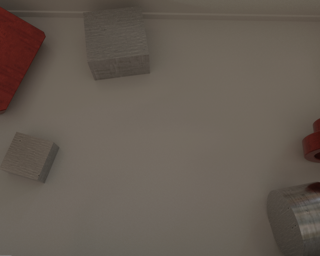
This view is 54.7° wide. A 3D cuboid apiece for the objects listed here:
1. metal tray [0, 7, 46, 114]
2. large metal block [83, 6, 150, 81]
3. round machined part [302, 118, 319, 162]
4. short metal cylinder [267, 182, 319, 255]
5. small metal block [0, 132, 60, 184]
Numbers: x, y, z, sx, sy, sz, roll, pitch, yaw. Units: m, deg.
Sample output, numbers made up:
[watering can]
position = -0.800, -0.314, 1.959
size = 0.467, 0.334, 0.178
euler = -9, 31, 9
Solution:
[metal tray]
position = -0.225, -0.095, 0.415
size = 0.090, 0.030, 0.130
euler = 28, 69, -26
[large metal block]
position = -0.060, -0.119, 0.439
size = 0.081, 0.050, 0.080
euler = -8, 70, -3
[round machined part]
position = 0.223, 0.011, 0.370
size = 0.099, 0.098, 0.042
euler = 1, 70, 0
[short metal cylinder]
position = 0.161, 0.104, 0.344
size = 0.050, 0.080, 0.080
euler = -11, 71, -4
[small metal block]
position = -0.165, 0.038, 0.394
size = 0.050, 0.025, 0.050
euler = 15, 71, 5
